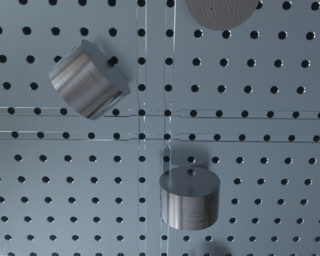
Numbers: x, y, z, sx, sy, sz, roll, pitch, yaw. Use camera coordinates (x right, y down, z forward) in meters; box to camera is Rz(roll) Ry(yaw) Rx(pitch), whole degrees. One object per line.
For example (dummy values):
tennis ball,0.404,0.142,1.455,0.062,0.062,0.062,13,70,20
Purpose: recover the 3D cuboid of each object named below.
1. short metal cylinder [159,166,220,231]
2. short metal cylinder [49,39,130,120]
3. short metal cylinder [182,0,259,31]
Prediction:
short metal cylinder,0.040,0.093,0.419,0.081,0.080,0.050,-1,110,0
short metal cylinder,-0.080,-0.056,0.362,0.050,0.080,0.080,-38,106,12
short metal cylinder,0.065,-0.151,0.345,0.081,0.050,0.079,0,110,-1
